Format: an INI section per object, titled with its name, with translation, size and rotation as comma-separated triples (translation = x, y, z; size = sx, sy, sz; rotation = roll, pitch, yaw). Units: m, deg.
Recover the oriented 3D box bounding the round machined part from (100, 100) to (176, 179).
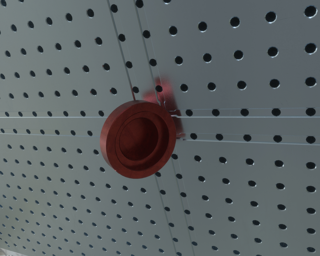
[round machined part]
translation = -0.031, 0.012, 0.398
size = 0.042, 0.099, 0.097
rotation = 22, 134, 55
